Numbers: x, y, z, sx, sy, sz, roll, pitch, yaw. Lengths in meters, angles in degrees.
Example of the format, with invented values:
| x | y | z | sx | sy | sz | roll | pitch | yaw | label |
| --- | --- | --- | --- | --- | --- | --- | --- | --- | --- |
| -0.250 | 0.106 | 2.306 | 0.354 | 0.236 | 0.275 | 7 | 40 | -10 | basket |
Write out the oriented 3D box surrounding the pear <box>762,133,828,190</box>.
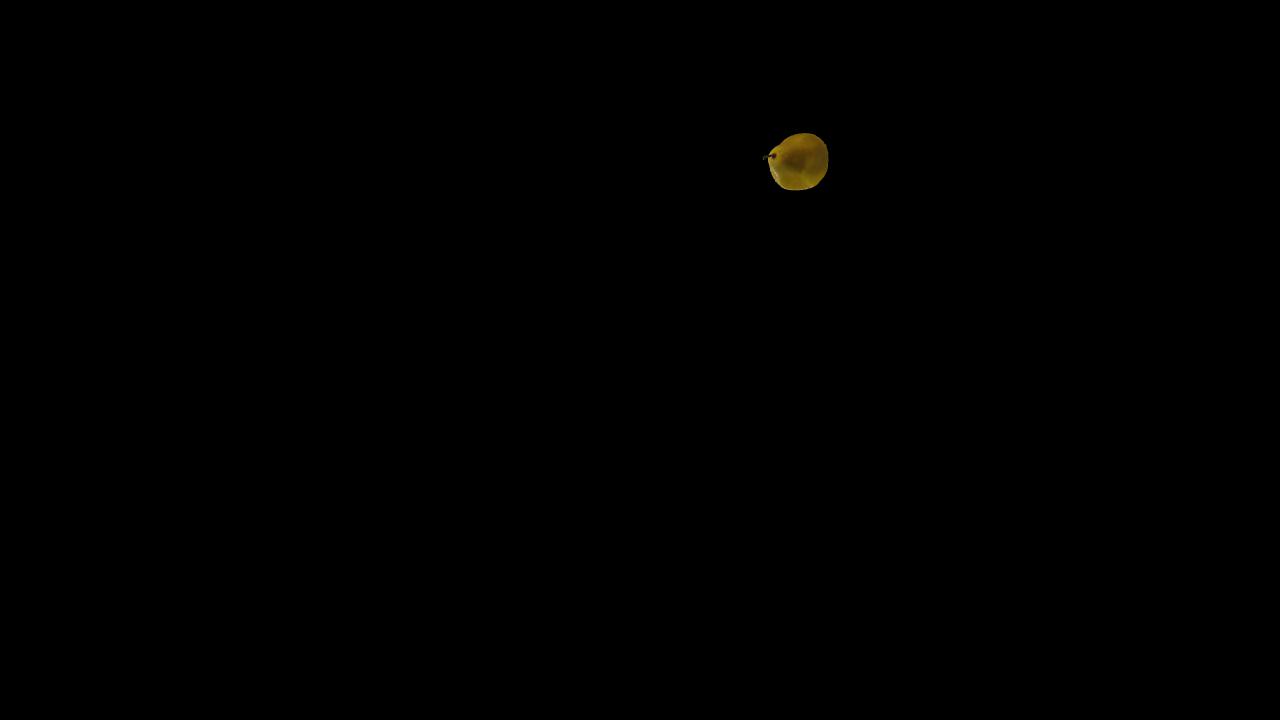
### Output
| x | y | z | sx | sy | sz | roll | pitch | yaw | label |
| --- | --- | --- | --- | --- | --- | --- | --- | --- | --- |
| 0.203 | -0.268 | 0.817 | 0.080 | 0.080 | 0.111 | 0 | 2 | 34 | pear |
